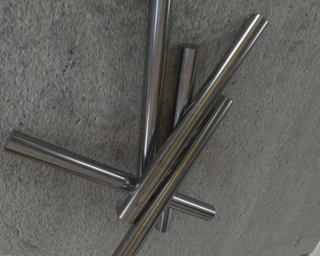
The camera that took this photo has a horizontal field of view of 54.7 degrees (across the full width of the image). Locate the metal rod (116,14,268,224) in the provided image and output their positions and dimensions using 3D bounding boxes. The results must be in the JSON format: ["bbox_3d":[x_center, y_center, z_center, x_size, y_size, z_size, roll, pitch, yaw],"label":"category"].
[{"bbox_3d":[0.041,-0.013,0.387,0.025,0.025,0.299,36,88,-39],"label":"metal rod"}]

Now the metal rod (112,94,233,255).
[{"bbox_3d":[0.008,0.081,0.400,0.300,0.025,0.025,-55,131,-13],"label":"metal rod"}]

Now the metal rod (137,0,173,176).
[{"bbox_3d":[-0.010,-0.028,0.383,0.025,0.025,0.298,-8,122,-24],"label":"metal rod"}]

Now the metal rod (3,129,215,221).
[{"bbox_3d":[-0.042,0.071,0.401,0.301,0.025,0.025,26,104,-29],"label":"metal rod"}]

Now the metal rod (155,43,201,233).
[{"bbox_3d":[0.020,0.033,0.437,0.025,0.025,0.298,-8,122,-25],"label":"metal rod"}]
